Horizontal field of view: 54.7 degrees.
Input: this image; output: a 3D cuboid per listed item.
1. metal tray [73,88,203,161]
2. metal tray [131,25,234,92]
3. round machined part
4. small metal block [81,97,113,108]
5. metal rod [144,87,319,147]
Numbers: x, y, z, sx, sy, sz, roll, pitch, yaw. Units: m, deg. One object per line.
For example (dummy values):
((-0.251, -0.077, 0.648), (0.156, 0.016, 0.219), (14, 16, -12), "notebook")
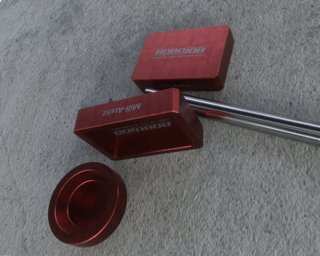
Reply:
((-0.023, 0.001, 0.372), (0.130, 0.090, 0.030), (-10, 58, 22), "metal tray")
((0.032, -0.098, 0.443), (0.130, 0.030, 0.090), (4, 63, 29), "metal tray")
((-0.083, 0.094, 0.377), (0.098, 0.042, 0.098), (-13, 56, 20), "round machined part")
((-0.092, -0.013, 0.458), (0.050, 0.025, 0.050), (-12, 57, 21), "small metal block")
((0.104, -0.010, 0.355), (0.300, 0.025, 0.025), (17, 70, 34), "metal rod")
